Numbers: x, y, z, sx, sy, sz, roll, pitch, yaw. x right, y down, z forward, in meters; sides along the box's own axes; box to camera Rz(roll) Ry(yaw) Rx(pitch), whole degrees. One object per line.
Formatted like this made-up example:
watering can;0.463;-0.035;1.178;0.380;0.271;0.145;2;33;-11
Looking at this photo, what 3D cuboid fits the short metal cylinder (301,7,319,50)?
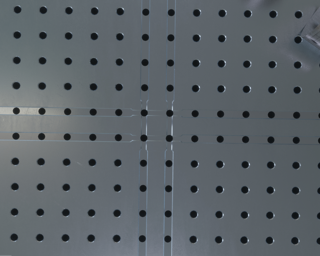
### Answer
short metal cylinder;0.226;-0.134;0.387;0.050;0.080;0.080;35;90;0
